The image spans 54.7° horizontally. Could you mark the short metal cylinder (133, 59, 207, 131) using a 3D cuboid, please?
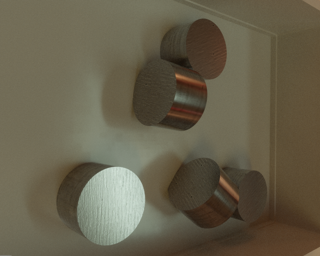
[{"bbox_3d":[0.011,-0.039,0.380,0.050,0.080,0.080,10,84,-40],"label":"short metal cylinder"}]

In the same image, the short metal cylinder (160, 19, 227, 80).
[{"bbox_3d":[0.047,-0.104,0.429,0.081,0.050,0.080,0,90,-40],"label":"short metal cylinder"}]

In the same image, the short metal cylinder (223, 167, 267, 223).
[{"bbox_3d":[0.127,0.105,0.497,0.081,0.050,0.080,0,90,-40],"label":"short metal cylinder"}]

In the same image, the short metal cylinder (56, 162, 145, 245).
[{"bbox_3d":[-0.064,0.080,0.337,0.081,0.050,0.080,0,90,-40],"label":"short metal cylinder"}]

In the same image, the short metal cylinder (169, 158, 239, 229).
[{"bbox_3d":[0.059,0.087,0.420,0.050,0.080,0.080,46,62,-30],"label":"short metal cylinder"}]
